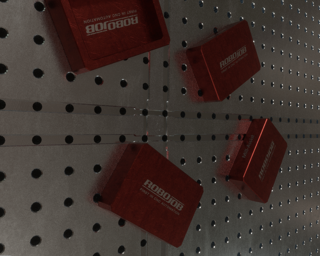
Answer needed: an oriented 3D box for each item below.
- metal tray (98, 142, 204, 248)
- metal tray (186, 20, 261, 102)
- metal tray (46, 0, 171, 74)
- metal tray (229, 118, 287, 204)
[{"bbox_3d":[-0.005,0.089,0.404,0.130,0.030,0.090,41,65,-33],"label":"metal tray"},{"bbox_3d":[0.107,-0.109,0.498,0.131,0.030,0.090,-37,113,-34],"label":"metal tray"},{"bbox_3d":[-0.054,-0.125,0.362,0.131,0.030,0.089,-29,108,-36],"label":"metal tray"},{"bbox_3d":[0.181,0.058,0.562,0.090,0.030,0.130,44,64,-32],"label":"metal tray"}]
